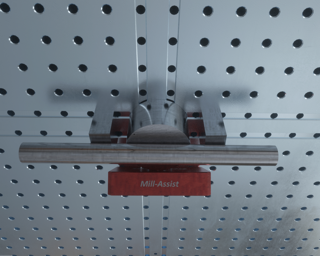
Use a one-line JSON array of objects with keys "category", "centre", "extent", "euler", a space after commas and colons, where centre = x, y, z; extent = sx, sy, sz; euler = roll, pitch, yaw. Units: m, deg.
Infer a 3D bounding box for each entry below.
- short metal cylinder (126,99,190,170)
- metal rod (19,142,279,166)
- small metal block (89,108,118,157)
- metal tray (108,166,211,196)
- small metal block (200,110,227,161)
[{"category": "short metal cylinder", "centre": [-0.002, 0.010, 0.403], "extent": [0.081, 0.050, 0.079], "euler": [0, 130, 0]}, {"category": "metal rod", "centre": [-0.013, 0.031, 0.372], "extent": [0.302, 0.025, 0.025], "euler": [1, 130, -1]}, {"category": "small metal block", "centre": [-0.072, 0.009, 0.403], "extent": [0.025, 0.050, 0.050], "euler": [-1, 130, 0]}, {"category": "metal tray", "centre": [-0.001, 0.072, 0.433], "extent": [0.131, 0.090, 0.030], "euler": [0, 87, -1]}, {"category": "small metal block", "centre": [0.068, 0.012, 0.406], "extent": [0.025, 0.050, 0.050], "euler": [-1, 130, 0]}]
